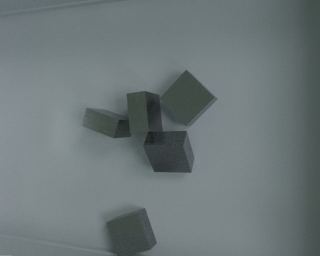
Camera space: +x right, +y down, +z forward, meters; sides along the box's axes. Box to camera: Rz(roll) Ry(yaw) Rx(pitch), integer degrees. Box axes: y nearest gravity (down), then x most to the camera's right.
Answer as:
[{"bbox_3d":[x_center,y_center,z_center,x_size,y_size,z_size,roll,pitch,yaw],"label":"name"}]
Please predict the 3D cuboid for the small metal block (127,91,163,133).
[{"bbox_3d":[-0.019,-0.019,0.404,0.025,0.050,0.050,-6,88,20],"label":"small metal block"}]

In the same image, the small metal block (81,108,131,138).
[{"bbox_3d":[-0.069,-0.007,0.421,0.050,0.050,0.025,20,97,19],"label":"small metal block"}]

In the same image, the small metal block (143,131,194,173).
[{"bbox_3d":[0.012,0.031,0.391,0.050,0.025,0.050,-2,133,20],"label":"small metal block"}]

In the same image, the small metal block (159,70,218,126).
[{"bbox_3d":[0.037,-0.038,0.397,0.050,0.025,0.050,-46,76,14],"label":"small metal block"}]

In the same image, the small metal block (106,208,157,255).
[{"bbox_3d":[-0.039,0.143,0.424,0.050,0.025,0.050,-22,83,18],"label":"small metal block"}]
